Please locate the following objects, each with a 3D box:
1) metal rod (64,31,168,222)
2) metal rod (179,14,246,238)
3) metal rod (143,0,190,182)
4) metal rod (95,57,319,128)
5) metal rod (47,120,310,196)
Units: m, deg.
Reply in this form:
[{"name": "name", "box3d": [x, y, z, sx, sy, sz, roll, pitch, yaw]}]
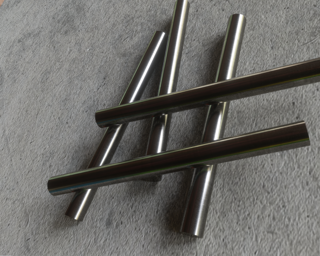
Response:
[{"name": "metal rod", "box3d": [-0.054, -0.016, 0.442, 0.025, 0.025, 0.300, 10, 67, 32]}, {"name": "metal rod", "box3d": [0.071, -0.021, 0.379, 0.025, 0.025, 0.300, 2, 63, 29]}, {"name": "metal rod", "box3d": [0.013, -0.071, 0.440, 0.025, 0.025, 0.300, -4, 60, 26]}, {"name": "metal rod", "box3d": [0.057, -0.039, 0.364, 0.300, 0.025, 0.025, -11, 57, 22]}, {"name": "metal rod", "box3d": [0.002, 0.039, 0.344, 0.301, 0.025, 0.025, -14, 56, 20]}]
